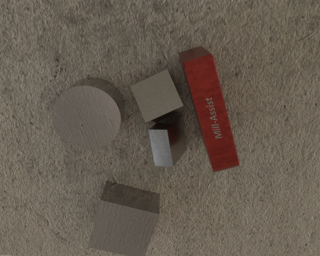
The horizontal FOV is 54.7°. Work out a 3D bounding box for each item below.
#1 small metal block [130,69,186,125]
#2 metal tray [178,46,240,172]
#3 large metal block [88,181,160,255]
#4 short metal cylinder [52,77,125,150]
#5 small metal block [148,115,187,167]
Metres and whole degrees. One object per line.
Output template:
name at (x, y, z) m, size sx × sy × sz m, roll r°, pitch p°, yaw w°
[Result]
small metal block at (-0.002, -0.037, 0.385) m, size 0.050 × 0.025 × 0.050 m, roll -24°, pitch 79°, yaw 8°
metal tray at (0.056, -0.025, 0.366) m, size 0.030 × 0.090 × 0.129 m, roll -16°, pitch 110°, yaw 6°
large metal block at (-0.050, 0.131, 0.444) m, size 0.080 × 0.050 × 0.079 m, roll 15°, pitch 109°, yaw -6°
short metal cylinder at (-0.086, -0.019, 0.388) m, size 0.081 × 0.050 × 0.079 m, roll 0°, pitch 110°, yaw 0°
small metal block at (0.011, 0.015, 0.399) m, size 0.025 × 0.050 × 0.050 m, roll 1°, pitch 113°, yaw 26°
